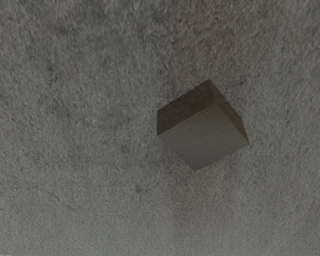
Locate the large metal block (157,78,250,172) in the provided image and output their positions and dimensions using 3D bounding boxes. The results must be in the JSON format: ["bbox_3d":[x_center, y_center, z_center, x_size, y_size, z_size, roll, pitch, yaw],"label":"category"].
[{"bbox_3d":[0.053,-0.001,0.390,0.080,0.050,0.080,-31,124,23],"label":"large metal block"}]
